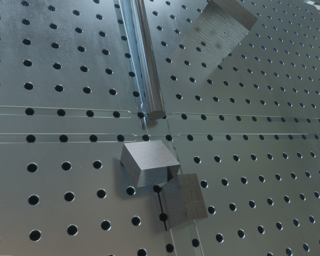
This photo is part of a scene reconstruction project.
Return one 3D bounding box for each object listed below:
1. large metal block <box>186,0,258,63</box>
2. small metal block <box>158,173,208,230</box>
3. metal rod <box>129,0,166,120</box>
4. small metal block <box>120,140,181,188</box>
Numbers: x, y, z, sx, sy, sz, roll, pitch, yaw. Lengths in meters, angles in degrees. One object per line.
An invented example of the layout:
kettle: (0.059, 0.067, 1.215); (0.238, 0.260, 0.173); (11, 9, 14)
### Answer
large metal block: (0.107, -0.177, 0.541); (0.080, 0.080, 0.050); (39, 51, -3)
small metal block: (0.025, 0.085, 0.355); (0.025, 0.050, 0.050); (1, 61, -28)
metal rod: (-0.028, -0.149, 0.485); (0.025, 0.025, 0.299); (4, 60, -27)
small metal block: (-0.012, 0.040, 0.364); (0.050, 0.025, 0.050); (-4, 34, -30)
